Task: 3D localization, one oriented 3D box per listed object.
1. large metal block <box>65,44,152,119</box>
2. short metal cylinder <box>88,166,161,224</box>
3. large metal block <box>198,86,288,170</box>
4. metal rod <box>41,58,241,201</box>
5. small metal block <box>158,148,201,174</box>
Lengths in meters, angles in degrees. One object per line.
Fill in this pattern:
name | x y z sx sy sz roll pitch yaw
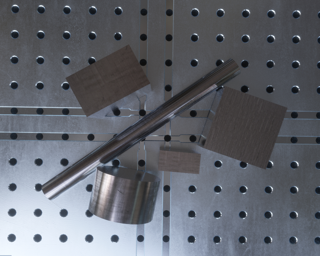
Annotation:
large metal block | -0.058 -0.053 0.386 0.080 0.080 0.050 -28 90 0
short metal cylinder | -0.044 0.081 0.385 0.080 0.080 0.050 12 90 -1
large metal block | 0.103 0.000 0.400 0.080 0.050 0.080 19 90 -1
metal rod | -0.024 0.001 0.412 0.301 0.025 0.025 -34 90 -1
small metal block | 0.024 0.041 0.401 0.050 0.050 0.025 5 90 -1
